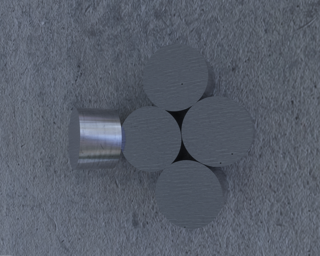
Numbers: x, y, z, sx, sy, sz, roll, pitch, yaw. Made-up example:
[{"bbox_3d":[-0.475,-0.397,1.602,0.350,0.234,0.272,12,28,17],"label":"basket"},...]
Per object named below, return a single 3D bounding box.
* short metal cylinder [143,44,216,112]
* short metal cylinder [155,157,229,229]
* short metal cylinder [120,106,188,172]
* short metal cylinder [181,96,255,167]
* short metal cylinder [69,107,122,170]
[{"bbox_3d":[0.026,-0.060,0.388,0.080,0.050,0.080,0,90,20],"label":"short metal cylinder"},{"bbox_3d":[0.041,0.077,0.382,0.080,0.050,0.080,0,90,20],"label":"short metal cylinder"},{"bbox_3d":[-0.004,0.013,0.398,0.080,0.050,0.080,0,90,20],"label":"short metal cylinder"},{"bbox_3d":[0.071,0.004,0.372,0.080,0.050,0.080,0,90,20],"label":"short metal cylinder"},{"bbox_3d":[-0.087,0.014,0.406,0.080,0.050,0.080,-6,83,64],"label":"short metal cylinder"}]
